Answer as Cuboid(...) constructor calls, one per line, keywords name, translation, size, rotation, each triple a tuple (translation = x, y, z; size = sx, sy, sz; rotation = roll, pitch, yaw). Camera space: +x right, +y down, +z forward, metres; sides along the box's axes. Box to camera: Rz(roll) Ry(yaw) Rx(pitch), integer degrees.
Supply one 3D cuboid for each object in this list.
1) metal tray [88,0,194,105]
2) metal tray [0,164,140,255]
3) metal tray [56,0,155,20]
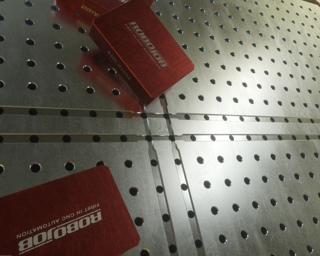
Cuboid(name="metal tray", translation=(-0.024, -0.109, 0.435), size=(0.090, 0.030, 0.130), rotation=(-40, 94, -28))
Cuboid(name="metal tray", translation=(-0.095, 0.097, 0.294), size=(0.131, 0.030, 0.090), rotation=(-16, 70, -34))
Cuboid(name="metal tray", translation=(-0.082, -0.201, 0.483), size=(0.131, 0.030, 0.090), rotation=(27, 52, -12))
